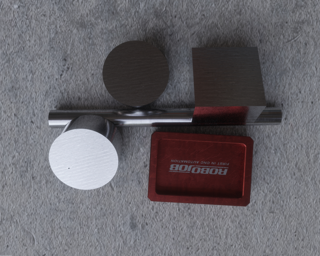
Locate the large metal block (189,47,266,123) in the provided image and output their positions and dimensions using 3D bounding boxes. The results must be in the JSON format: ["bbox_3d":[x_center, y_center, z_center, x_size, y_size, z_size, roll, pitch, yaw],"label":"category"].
[{"bbox_3d":[0.080,-0.053,0.387,0.081,0.050,0.080,-1,69,0],"label":"large metal block"}]

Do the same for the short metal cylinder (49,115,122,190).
[{"bbox_3d":[-0.089,0.029,0.386,0.081,0.050,0.079,0,111,-1],"label":"short metal cylinder"}]

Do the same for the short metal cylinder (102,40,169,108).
[{"bbox_3d":[-0.029,-0.066,0.398,0.081,0.050,0.080,0,90,0],"label":"short metal cylinder"}]

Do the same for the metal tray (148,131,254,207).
[{"bbox_3d":[0.052,0.052,0.408,0.131,0.030,0.089,3,90,0],"label":"metal tray"}]

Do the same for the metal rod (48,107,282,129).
[{"bbox_3d":[0.007,-0.014,0.412,0.302,0.025,0.025,-1,90,0],"label":"metal rod"}]
